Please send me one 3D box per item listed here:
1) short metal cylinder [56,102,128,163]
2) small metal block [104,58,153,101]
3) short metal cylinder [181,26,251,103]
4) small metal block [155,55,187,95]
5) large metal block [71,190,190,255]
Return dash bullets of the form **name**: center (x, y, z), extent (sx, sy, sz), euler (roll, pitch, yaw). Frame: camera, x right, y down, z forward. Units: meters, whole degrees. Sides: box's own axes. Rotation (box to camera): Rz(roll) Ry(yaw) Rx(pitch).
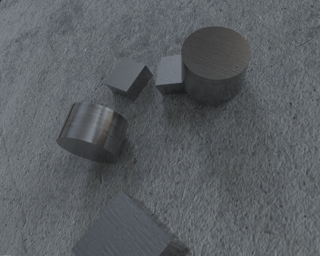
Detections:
- **short metal cylinder**: center (-0.088, 0.008, 0.408), extent (0.080, 0.080, 0.050), euler (2, 63, 29)
- **small metal block**: center (-0.048, -0.075, 0.473), extent (0.050, 0.025, 0.050), euler (24, 74, 36)
- **short metal cylinder**: center (0.067, -0.078, 0.383), extent (0.080, 0.050, 0.080), euler (-1, 63, 3)
- **small metal block**: center (0.025, -0.076, 0.436), extent (0.050, 0.025, 0.050), euler (-2, 61, 27)
- **large metal block**: center (-0.031, 0.127, 0.325), extent (0.080, 0.050, 0.080), euler (-49, 52, -7)
